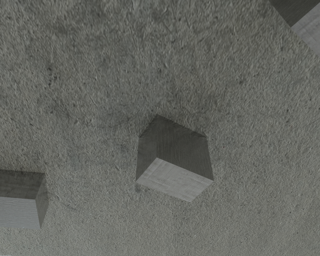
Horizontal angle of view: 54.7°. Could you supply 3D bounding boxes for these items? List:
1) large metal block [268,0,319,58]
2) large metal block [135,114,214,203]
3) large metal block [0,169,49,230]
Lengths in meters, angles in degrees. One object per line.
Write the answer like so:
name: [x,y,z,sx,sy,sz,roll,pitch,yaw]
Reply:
large metal block: [0.151,-0.118,0.272,0.050,0.080,0.080,33,123,-25]
large metal block: [0.018,0.039,0.404,0.080,0.080,0.050,25,126,-20]
large metal block: [-0.225,0.112,0.484,0.081,0.050,0.079,6,130,-6]
